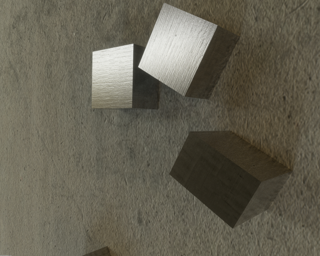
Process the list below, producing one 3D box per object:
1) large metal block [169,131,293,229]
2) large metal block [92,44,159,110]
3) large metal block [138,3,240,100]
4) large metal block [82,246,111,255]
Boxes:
[{"bbox_3d":[0.071,0.045,0.310,0.080,0.081,0.050,37,113,33],"label":"large metal block"},{"bbox_3d":[-0.048,-0.066,0.429,0.080,0.050,0.079,2,91,40],"label":"large metal block"},{"bbox_3d":[0.032,-0.089,0.363,0.080,0.050,0.079,37,113,33],"label":"large metal block"},{"bbox_3d":[-0.105,0.243,0.476,0.080,0.050,0.080,-45,63,30],"label":"large metal block"}]
